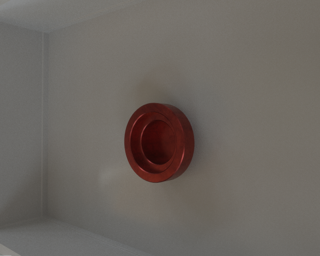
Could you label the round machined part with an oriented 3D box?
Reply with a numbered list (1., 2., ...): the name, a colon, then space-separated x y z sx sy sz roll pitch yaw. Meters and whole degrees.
1. round machined part: 0.004 0.018 0.394 0.098 0.042 0.097 0 90 40
